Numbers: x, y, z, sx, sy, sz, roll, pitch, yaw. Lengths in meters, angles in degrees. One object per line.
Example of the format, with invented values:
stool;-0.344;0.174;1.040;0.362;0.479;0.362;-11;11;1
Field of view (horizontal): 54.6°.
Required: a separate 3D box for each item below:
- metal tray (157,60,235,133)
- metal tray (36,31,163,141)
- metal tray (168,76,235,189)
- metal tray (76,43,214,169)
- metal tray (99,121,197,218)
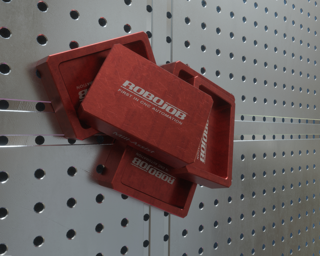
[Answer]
metal tray;0.050;-0.027;0.445;0.131;0.030;0.090;24;75;-36
metal tray;-0.059;-0.051;0.355;0.131;0.030;0.090;-28;107;-36
metal tray;0.060;0.008;0.414;0.090;0.030;0.130;25;63;-37
metal tray;-0.012;-0.023;0.342;0.131;0.030;0.090;28;63;-13
metal tray;-0.004;0.054;0.402;0.130;0.030;0.090;33;70;-35
